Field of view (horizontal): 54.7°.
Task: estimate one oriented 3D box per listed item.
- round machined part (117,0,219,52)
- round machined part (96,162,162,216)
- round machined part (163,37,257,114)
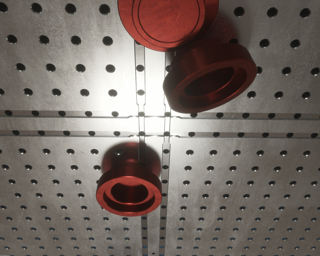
[{"bbox_3d":[0.008,-0.118,0.300,0.099,0.042,0.097,-1,130,0],"label":"round machined part"},{"bbox_3d":[-0.046,0.091,0.477,0.099,0.042,0.097,-1,130,0],"label":"round machined part"},{"bbox_3d":[0.049,-0.058,0.334,0.099,0.042,0.098,-16,157,-7],"label":"round machined part"}]
